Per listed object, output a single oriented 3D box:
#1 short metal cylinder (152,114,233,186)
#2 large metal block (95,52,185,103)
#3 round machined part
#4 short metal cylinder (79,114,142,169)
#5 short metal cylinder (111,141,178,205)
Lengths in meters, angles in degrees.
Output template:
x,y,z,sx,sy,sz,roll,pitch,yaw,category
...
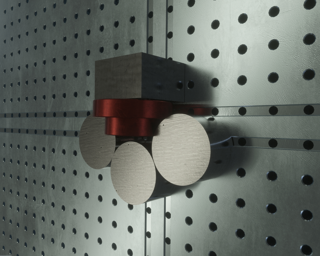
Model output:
x,y,z,sx,sy,sz,roll,pitch,yaw,category
0.037,0.024,0.363,0.080,0.050,0.079,0,90,40,short metal cylinder
-0.025,-0.059,0.394,0.080,0.081,0.050,1,91,40,large metal block
-0.034,-0.012,0.388,0.098,0.099,0.042,3,91,40,round machined part
-0.073,0.018,0.454,0.080,0.050,0.079,0,90,40,short metal cylinder
-0.019,0.057,0.410,0.080,0.050,0.079,0,90,40,short metal cylinder
